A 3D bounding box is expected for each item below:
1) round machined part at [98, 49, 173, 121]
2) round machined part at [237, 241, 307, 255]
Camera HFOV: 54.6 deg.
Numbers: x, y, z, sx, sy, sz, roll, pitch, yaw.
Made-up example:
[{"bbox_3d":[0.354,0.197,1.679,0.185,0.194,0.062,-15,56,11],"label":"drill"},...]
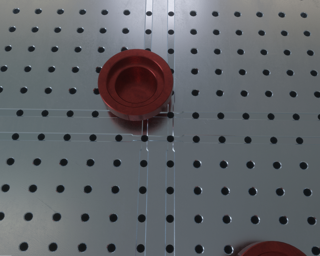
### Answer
[{"bbox_3d":[-0.032,-0.055,0.423,0.099,0.042,0.098,0,70,0],"label":"round machined part"},{"bbox_3d":[0.122,0.175,0.339,0.099,0.042,0.098,0,70,0],"label":"round machined part"}]
